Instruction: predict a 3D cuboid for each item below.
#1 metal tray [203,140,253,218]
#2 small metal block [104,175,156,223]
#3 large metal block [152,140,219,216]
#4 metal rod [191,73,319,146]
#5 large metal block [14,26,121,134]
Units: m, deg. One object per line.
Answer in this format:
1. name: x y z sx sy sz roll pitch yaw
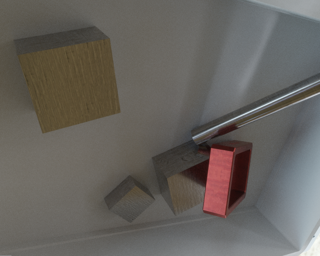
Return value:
1. metal tray: 0.101 0.066 0.443 0.131 0.030 0.089 -1 98 -64
2. small metal block: -0.044 0.104 0.451 0.050 0.025 0.050 -43 130 1
3. large metal block: 0.041 0.071 0.461 0.081 0.050 0.080 -23 127 -15
4. metal rod: 0.178 -0.046 0.396 0.300 0.025 0.025 -25 134 21
5. large metal block: -0.091 -0.050 0.312 0.081 0.050 0.079 -17 125 -19
